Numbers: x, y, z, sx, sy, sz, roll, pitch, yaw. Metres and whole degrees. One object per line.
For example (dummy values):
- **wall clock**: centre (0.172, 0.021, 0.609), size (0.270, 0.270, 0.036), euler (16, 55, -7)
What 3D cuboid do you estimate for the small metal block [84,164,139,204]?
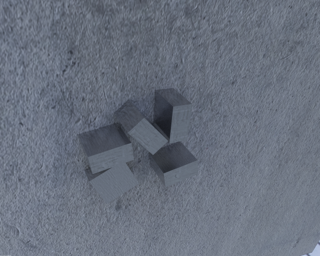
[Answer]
- **small metal block**: centre (-0.063, 0.065, 0.412), size (0.050, 0.025, 0.050), euler (-32, 129, -8)

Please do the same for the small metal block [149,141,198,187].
- **small metal block**: centre (0.018, 0.049, 0.431), size (0.050, 0.050, 0.025), euler (-19, 126, -18)

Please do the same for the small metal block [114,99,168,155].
- **small metal block**: centre (-0.023, -0.001, 0.377), size (0.025, 0.050, 0.050), euler (-43, 129, 2)

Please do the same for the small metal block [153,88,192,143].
- **small metal block**: centre (0.014, -0.017, 0.388), size (0.025, 0.050, 0.050), euler (-9, 123, -24)

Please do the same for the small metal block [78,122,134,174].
- **small metal block**: centre (-0.065, 0.023, 0.369), size (0.050, 0.050, 0.025), euler (-18, 126, -18)
